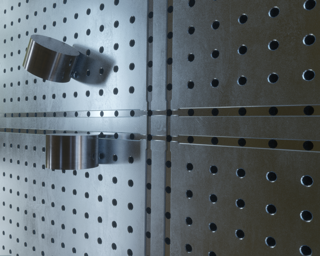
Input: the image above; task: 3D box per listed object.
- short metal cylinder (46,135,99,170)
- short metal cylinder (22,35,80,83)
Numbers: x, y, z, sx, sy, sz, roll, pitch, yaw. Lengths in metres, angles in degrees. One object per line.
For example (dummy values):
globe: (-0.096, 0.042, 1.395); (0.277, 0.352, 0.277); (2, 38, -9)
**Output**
short metal cylinder: (-0.137, 0.035, 0.487); (0.080, 0.081, 0.050); (2, 91, 40)
short metal cylinder: (-0.184, -0.118, 0.526); (0.080, 0.081, 0.050); (40, 114, 33)
